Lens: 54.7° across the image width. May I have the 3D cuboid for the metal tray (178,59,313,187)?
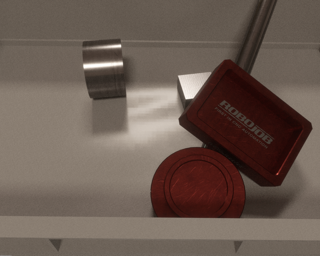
[{"bbox_3d":[0.099,-0.005,0.356,0.130,0.030,0.090,37,74,-4],"label":"metal tray"}]

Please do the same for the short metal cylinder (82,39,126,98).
[{"bbox_3d":[-0.077,-0.084,0.439,0.050,0.080,0.080,-6,50,-5],"label":"short metal cylinder"}]

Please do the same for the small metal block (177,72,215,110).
[{"bbox_3d":[0.055,-0.053,0.451,0.050,0.025,0.050,-8,51,-7],"label":"small metal block"}]

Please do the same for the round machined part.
[{"bbox_3d":[0.039,0.066,0.321,0.099,0.042,0.098,-1,68,3],"label":"round machined part"}]

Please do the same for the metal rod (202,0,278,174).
[{"bbox_3d":[0.108,-0.080,0.403,0.025,0.025,0.299,19,74,15],"label":"metal rod"}]
